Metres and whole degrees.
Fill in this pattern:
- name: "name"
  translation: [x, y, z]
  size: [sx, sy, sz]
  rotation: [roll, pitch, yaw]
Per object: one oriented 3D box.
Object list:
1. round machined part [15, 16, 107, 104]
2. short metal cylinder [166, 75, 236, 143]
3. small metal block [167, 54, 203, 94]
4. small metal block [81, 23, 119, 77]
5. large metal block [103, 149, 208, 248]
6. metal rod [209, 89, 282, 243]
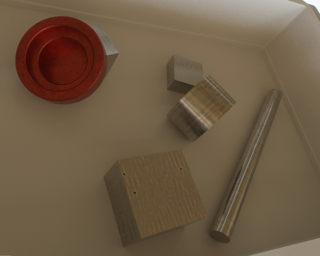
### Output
- name: "round machined part"
  translation: [-0.111, -0.075, 0.362]
  size: [0.099, 0.042, 0.097]
  rotation: [0, 83, 1]
- name: "short metal cylinder"
  translation: [0.055, -0.025, 0.418]
  size: [0.050, 0.080, 0.080]
  rotation: [47, 51, 4]
- name: "small metal block"
  translation: [0.039, -0.080, 0.477]
  size: [0.050, 0.025, 0.050]
  rotation: [14, 56, -21]
- name: "small metal block"
  translation: [-0.085, -0.099, 0.404]
  size: [0.025, 0.050, 0.050]
  rotation: [-24, 75, -40]
- name: "large metal block"
  translation: [-0.007, 0.075, 0.341]
  size: [0.081, 0.050, 0.080]
  rotation: [-7, 65, -32]
- name: "metal rod"
  translation: [0.139, 0.034, 0.461]
  size: [0.025, 0.025, 0.301]
  rotation: [38, 51, -3]
